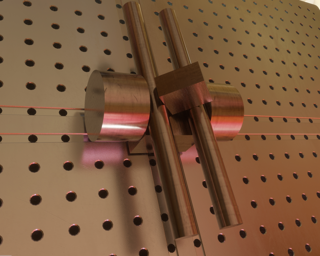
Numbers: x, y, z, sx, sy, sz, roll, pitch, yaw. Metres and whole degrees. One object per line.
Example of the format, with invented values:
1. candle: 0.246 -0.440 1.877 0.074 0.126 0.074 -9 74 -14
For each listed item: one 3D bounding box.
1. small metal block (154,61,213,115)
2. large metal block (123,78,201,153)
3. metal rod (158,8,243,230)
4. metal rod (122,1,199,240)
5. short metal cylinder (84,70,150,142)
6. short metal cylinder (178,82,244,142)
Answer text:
1. small metal block: 0.027 -0.043 0.348 0.050 0.050 0.025 -19 65 12
2. large metal block: 0.001 -0.015 0.397 0.081 0.050 0.080 1 61 -28
3. metal rod: 0.042 -0.031 0.381 0.025 0.025 0.299 1 61 -28
4. metal rod: -0.007 -0.029 0.354 0.025 0.025 0.299 1 61 -28
5. short metal cylinder: -0.051 -0.024 0.355 0.050 0.080 0.080 2 61 -28
6. short metal cylinder: 0.066 -0.021 0.416 0.050 0.080 0.080 0 62 -27
